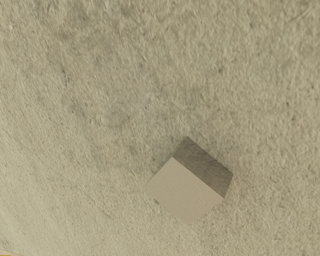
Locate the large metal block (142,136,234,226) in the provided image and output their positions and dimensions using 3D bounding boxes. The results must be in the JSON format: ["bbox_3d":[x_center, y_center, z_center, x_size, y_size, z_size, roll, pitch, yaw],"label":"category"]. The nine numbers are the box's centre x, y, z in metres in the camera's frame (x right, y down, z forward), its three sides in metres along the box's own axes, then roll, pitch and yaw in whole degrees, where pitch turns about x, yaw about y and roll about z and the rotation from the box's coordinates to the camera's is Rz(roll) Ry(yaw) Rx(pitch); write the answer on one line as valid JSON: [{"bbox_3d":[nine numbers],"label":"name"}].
[{"bbox_3d":[0.037,0.072,0.415,0.080,0.050,0.080,39,129,1],"label":"large metal block"}]
